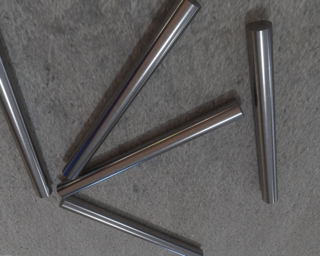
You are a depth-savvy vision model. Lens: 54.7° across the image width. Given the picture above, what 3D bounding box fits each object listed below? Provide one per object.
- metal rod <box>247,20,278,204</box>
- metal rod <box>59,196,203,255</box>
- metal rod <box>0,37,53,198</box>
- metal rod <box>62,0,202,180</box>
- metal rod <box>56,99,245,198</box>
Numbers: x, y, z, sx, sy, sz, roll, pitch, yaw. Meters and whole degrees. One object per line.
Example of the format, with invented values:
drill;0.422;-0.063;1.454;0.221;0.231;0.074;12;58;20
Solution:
metal rod;0.141;0.004;0.412;0.025;0.025;0.299;-12;130;9
metal rod;-0.040;0.187;0.566;0.301;0.025;0.025;30;124;-24
metal rod;-0.182;-0.013;0.393;0.025;0.025;0.298;0;130;-1
metal rod;-0.051;-0.029;0.381;0.025;0.025;0.298;26;125;-21
metal rod;-0.027;0.037;0.437;0.300;0.025;0.025;-26;126;20
